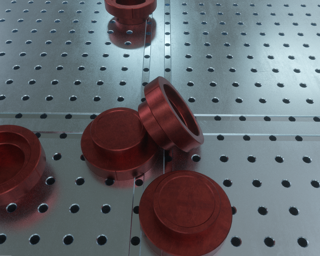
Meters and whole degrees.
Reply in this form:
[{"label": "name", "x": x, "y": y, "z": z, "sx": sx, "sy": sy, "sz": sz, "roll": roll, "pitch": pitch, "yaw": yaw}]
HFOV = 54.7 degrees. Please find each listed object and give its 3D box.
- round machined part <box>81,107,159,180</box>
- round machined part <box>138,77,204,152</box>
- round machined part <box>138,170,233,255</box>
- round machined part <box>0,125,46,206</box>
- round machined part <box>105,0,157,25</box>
[{"label": "round machined part", "x": -0.049, "y": 0.012, "z": 0.386, "sx": 0.099, "sy": 0.042, "sz": 0.098, "roll": 0, "pitch": 50, "yaw": 0}, {"label": "round machined part", "x": 0.010, "y": -0.012, "z": 0.382, "sx": 0.042, "sy": 0.098, "sz": 0.098, "roll": -33, "pitch": 50, "yaw": 17}, {"label": "round machined part", "x": 0.027, "y": 0.085, "z": 0.325, "sx": 0.099, "sy": 0.042, "sz": 0.098, "roll": 0, "pitch": 50, "yaw": 0}, {"label": "round machined part", "x": -0.181, "y": 0.046, "z": 0.355, "sx": 0.099, "sy": 0.042, "sz": 0.098, "roll": 0, "pitch": 50, "yaw": 0}, {"label": "round machined part", "x": -0.055, "y": -0.234, "z": 0.593, "sx": 0.099, "sy": 0.042, "sz": 0.098, "roll": 0, "pitch": 50, "yaw": 0}]
